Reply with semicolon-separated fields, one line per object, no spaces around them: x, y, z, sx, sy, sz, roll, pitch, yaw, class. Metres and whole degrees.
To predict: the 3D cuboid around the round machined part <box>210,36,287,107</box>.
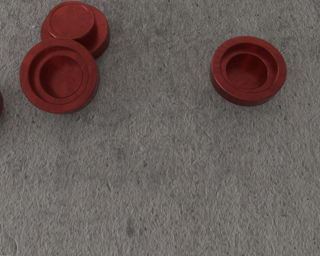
0.117;-0.074;0.427;0.099;0.042;0.098;0;70;0;round machined part

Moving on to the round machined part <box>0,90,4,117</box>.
-0.255;-0.025;0.406;0.099;0.042;0.098;0;70;0;round machined part

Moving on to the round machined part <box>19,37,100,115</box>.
-0.129;-0.066;0.413;0.099;0.042;0.097;0;88;0;round machined part

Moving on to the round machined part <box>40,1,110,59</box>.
-0.125;-0.144;0.451;0.099;0.042;0.098;0;70;0;round machined part
